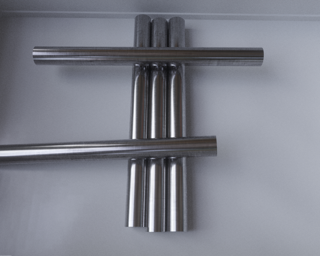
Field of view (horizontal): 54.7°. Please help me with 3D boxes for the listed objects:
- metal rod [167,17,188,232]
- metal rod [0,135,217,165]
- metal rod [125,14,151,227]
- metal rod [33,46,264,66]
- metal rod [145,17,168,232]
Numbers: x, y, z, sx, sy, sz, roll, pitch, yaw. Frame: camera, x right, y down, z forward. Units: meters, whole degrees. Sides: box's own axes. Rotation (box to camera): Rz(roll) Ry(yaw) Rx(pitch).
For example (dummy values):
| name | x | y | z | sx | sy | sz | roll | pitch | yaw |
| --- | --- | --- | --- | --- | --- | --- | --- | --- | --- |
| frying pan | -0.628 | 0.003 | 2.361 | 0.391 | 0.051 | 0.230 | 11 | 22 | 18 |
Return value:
| name | x | y | z | sx | sy | sz | roll | pitch | yaw |
| --- | --- | --- | --- | --- | --- | --- | --- | --- | --- |
| metal rod | 0.023 | -0.019 | 0.415 | 0.025 | 0.025 | 0.299 | 1 | 70 | 0 |
| metal rod | -0.084 | 0.028 | 0.378 | 0.302 | 0.025 | 0.025 | -3 | 70 | 6 |
| metal rod | -0.027 | -0.023 | 0.417 | 0.025 | 0.025 | 0.299 | 1 | 70 | 0 |
| metal rod | -0.015 | -0.096 | 0.417 | 0.302 | 0.025 | 0.025 | 0 | 70 | 0 |
| metal rod | -0.003 | -0.018 | 0.415 | 0.025 | 0.025 | 0.299 | 1 | 70 | 0 |
